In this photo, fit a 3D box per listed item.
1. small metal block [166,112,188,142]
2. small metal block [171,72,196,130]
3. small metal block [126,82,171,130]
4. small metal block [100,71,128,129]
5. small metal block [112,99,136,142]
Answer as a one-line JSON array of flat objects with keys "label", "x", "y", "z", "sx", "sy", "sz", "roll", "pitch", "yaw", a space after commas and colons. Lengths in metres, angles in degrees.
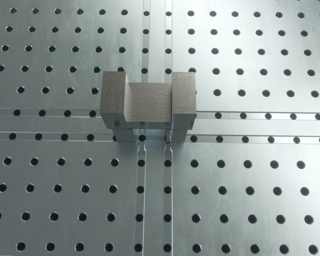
[{"label": "small metal block", "x": 0.020, "y": -0.013, "z": 0.403, "sx": 0.025, "sy": 0.050, "sz": 0.050, "roll": -1, "pitch": 70, "yaw": -1}, {"label": "small metal block", "x": 0.026, "y": -0.030, "z": 0.355, "sx": 0.025, "sy": 0.050, "sz": 0.050, "roll": 1, "pitch": 70, "yaw": 0}, {"label": "small metal block", "x": -0.013, "y": -0.026, "z": 0.369, "sx": 0.050, "sy": 0.025, "sz": 0.050, "roll": 1, "pitch": 70, "yaw": 0}, {"label": "small metal block", "x": -0.050, "y": -0.030, "z": 0.355, "sx": 0.025, "sy": 0.050, "sz": 0.050, "roll": 1, "pitch": 70, "yaw": 0}, {"label": "small metal block", "x": -0.045, "y": -0.013, "z": 0.402, "sx": 0.025, "sy": 0.050, "sz": 0.050, "roll": 1, "pitch": 70, "yaw": 0}]
